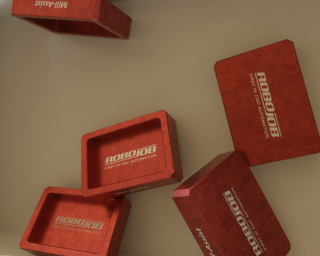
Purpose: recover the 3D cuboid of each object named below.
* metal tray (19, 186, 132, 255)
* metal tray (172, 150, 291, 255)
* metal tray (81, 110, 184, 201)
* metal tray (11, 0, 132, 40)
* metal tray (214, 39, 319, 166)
[{"bbox_3d":[-0.113,0.131,0.422,0.130,0.030,0.090,1,54,20],"label":"metal tray"},{"bbox_3d":[0.080,0.101,0.333,0.030,0.091,0.130,-25,95,54],"label":"metal tray"},{"bbox_3d":[-0.041,0.038,0.405,0.130,0.030,0.090,-16,63,19],"label":"metal tray"},{"bbox_3d":[-0.116,-0.150,0.416,0.130,0.090,0.030,10,94,19],"label":"metal tray"},{"bbox_3d":[0.124,-0.026,0.364,0.090,0.030,0.129,-15,85,19],"label":"metal tray"}]
